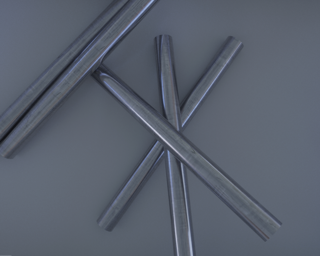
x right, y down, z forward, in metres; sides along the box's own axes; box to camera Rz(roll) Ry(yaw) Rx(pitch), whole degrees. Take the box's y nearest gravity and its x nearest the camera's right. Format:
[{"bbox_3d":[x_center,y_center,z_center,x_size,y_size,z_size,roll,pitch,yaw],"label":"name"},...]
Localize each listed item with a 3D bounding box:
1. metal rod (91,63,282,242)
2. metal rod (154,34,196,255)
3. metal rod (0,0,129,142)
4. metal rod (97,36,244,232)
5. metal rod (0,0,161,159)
[{"bbox_3d":[0.008,0.007,0.357,0.300,0.025,0.025,43,90,22],"label":"metal rod"},{"bbox_3d":[0.017,0.027,0.378,0.025,0.025,0.299,-5,77,0],"label":"metal rod"},{"bbox_3d":[-0.143,-0.067,0.410,0.025,0.025,0.300,44,90,0],"label":"metal rod"},{"bbox_3d":[0.014,0.007,0.411,0.025,0.025,0.299,36,90,0],"label":"metal rod"},{"bbox_3d":[-0.098,-0.071,0.383,0.299,0.025,0.025,-44,90,11],"label":"metal rod"}]
